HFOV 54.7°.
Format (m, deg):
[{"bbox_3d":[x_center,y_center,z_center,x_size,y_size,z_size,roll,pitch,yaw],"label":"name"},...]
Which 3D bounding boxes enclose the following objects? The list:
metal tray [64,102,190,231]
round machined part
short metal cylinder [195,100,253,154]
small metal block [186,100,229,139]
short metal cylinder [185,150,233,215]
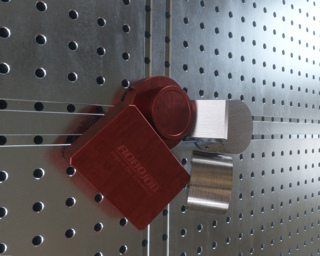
[{"bbox_3d":[-0.033,0.045,0.359,0.090,0.030,0.130,-44,118,-14],"label":"metal tray"},{"bbox_3d":[0.004,-0.019,0.396,0.099,0.042,0.097,0,90,-40],"label":"round machined part"},{"bbox_3d":[0.096,-0.002,0.470,0.081,0.050,0.079,0,90,-40],"label":"short metal cylinder"},{"bbox_3d":[0.065,-0.011,0.419,0.025,0.050,0.050,13,80,-68],"label":"small metal block"},{"bbox_3d":[0.064,0.072,0.415,0.050,0.080,0.080,7,84,4],"label":"short metal cylinder"}]
